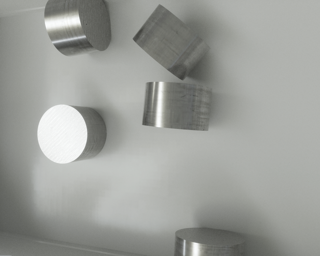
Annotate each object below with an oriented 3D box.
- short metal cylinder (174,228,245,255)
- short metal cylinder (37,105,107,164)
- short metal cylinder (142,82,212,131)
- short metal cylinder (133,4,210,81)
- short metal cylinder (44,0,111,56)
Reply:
[{"bbox_3d":[0.056,0.150,0.358,0.080,0.080,0.050,1,84,20],"label":"short metal cylinder"},{"bbox_3d":[-0.124,0.008,0.441,0.080,0.050,0.080,0,90,20],"label":"short metal cylinder"},{"bbox_3d":[0.020,-0.025,0.374,0.080,0.080,0.050,6,92,20],"label":"short metal cylinder"},{"bbox_3d":[0.014,-0.103,0.376,0.080,0.080,0.050,44,104,14],"label":"short metal cylinder"},{"bbox_3d":[-0.108,-0.141,0.420,0.050,0.080,0.080,-4,89,20],"label":"short metal cylinder"}]
